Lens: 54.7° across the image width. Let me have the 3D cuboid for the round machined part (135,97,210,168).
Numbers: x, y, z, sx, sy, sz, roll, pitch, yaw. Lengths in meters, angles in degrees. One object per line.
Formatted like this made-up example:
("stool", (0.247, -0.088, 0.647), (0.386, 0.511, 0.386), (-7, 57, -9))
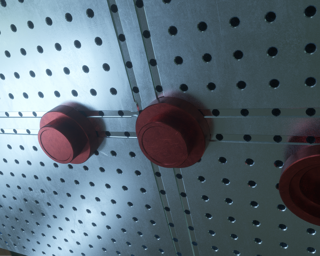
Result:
("round machined part", (0.011, 0.013, 0.401), (0.098, 0.042, 0.097), (13, 124, 20))

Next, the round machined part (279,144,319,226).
("round machined part", (0.185, 0.058, 0.339), (0.098, 0.042, 0.097), (13, 124, 20))

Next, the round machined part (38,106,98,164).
("round machined part", (-0.151, 0.017, 0.488), (0.098, 0.042, 0.097), (13, 124, 20))
